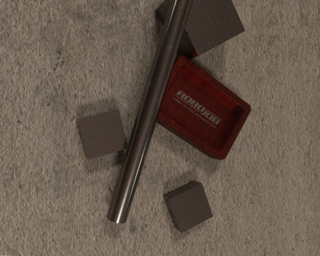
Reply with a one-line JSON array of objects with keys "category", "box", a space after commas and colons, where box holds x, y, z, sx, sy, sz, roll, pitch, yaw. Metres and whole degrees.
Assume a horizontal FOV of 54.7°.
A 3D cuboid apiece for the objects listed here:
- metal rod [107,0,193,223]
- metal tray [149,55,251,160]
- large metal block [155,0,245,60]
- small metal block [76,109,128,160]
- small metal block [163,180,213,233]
[{"category": "metal rod", "box": [-0.010, -0.031, 0.371, 0.025, 0.025, 0.298, 16, 94, -20]}, {"category": "metal tray", "box": [0.053, -0.026, 0.427, 0.130, 0.030, 0.090, 33, 79, -17]}, {"category": "large metal block", "box": [0.054, -0.145, 0.417, 0.080, 0.050, 0.080, -31, 101, -18]}, {"category": "small metal block", "box": [-0.072, 0.007, 0.383, 0.050, 0.025, 0.050, -16, 96, -20]}, {"category": "small metal block", "box": [0.038, 0.107, 0.425, 0.050, 0.025, 0.050, -22, 98, -19]}]
